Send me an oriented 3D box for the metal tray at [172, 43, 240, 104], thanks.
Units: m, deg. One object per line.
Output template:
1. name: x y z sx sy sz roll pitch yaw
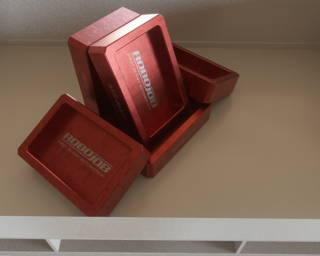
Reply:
1. metal tray: 0.038 -0.085 0.449 0.130 0.030 0.091 32 31 23

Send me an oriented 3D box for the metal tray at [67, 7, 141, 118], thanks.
1. metal tray: -0.059 -0.073 0.394 0.030 0.129 0.090 32 57 25

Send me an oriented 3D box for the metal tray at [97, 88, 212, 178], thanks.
1. metal tray: -0.005 -0.007 0.405 0.090 0.030 0.131 32 57 23

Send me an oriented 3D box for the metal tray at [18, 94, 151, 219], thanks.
1. metal tray: -0.088 0.029 0.352 0.130 0.030 0.090 33 81 24

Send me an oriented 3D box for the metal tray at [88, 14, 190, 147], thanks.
1. metal tray: -0.017 -0.054 0.364 0.030 0.129 0.090 15 47 43
